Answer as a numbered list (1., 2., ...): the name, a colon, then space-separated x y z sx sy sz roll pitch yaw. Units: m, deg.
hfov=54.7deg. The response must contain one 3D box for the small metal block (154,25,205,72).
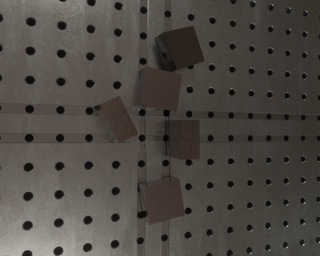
1. small metal block: 0.027 -0.106 0.419 0.050 0.025 0.050 -23 98 -31

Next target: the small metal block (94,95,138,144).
1. small metal block: -0.055 -0.010 0.380 0.025 0.050 0.050 -28 100 -18

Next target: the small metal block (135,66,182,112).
1. small metal block: -0.002 -0.050 0.413 0.050 0.025 0.050 9 87 -20

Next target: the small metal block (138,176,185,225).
1. small metal block: 0.002 0.096 0.415 0.050 0.025 0.050 -10 94 -20

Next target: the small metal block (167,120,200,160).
1. small metal block: 0.030 0.014 0.412 0.025 0.050 0.050 -1 91 -20
